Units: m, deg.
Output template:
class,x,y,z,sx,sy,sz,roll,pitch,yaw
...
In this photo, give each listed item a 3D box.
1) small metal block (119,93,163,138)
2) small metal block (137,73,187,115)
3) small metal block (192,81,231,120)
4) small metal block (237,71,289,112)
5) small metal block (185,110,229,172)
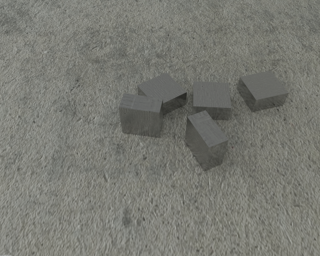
class,x,y,z,sx,sy,sz,roll,pitch,yaw
small metal block,-0.023,-0.015,0.399,0.050,0.050,0.025,8,51,6
small metal block,0.003,-0.047,0.443,0.050,0.025,0.050,-27,55,-21
small metal block,0.071,-0.039,0.436,0.050,0.025,0.050,3,50,2
small metal block,0.147,-0.054,0.449,0.050,0.025,0.050,-13,51,-11
small metal block,0.054,0.016,0.374,0.025,0.050,0.050,-20,53,-16
